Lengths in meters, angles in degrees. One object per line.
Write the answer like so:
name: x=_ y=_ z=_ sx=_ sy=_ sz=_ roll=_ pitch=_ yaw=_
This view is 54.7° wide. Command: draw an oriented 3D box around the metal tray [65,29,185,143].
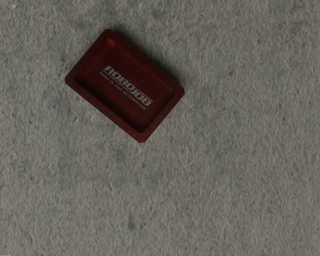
metal tray: x=-0.045 y=-0.053 z=0.406 sx=0.130 sy=0.030 sz=0.090 roll=39 pitch=90 yaw=-1
